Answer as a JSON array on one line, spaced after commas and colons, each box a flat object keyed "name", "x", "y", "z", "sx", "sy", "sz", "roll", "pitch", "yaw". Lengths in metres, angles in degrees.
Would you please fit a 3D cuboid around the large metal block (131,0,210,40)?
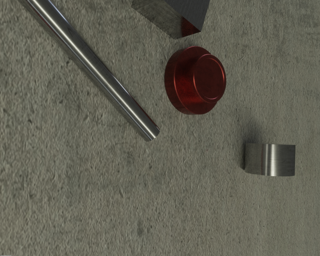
[{"name": "large metal block", "x": 0.019, "y": -0.176, "z": 0.404, "sx": 0.080, "sy": 0.050, "sz": 0.080, "roll": 26, "pitch": 74, "yaw": -37}]

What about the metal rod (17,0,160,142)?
[{"name": "metal rod", "x": -0.095, "y": -0.093, "z": 0.324, "sx": 0.300, "sy": 0.025, "sz": 0.025, "roll": 50, "pitch": 61, "yaw": -28}]

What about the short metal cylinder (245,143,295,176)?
[{"name": "short metal cylinder", "x": 0.186, "y": 0.052, "z": 0.525, "sx": 0.081, "sy": 0.080, "sz": 0.050, "roll": 3, "pitch": 88, "yaw": -40}]

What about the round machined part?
[{"name": "round machined part", "x": 0.057, "y": -0.068, "z": 0.441, "sx": 0.099, "sy": 0.042, "sz": 0.097, "roll": 0, "pitch": 90, "yaw": -40}]
